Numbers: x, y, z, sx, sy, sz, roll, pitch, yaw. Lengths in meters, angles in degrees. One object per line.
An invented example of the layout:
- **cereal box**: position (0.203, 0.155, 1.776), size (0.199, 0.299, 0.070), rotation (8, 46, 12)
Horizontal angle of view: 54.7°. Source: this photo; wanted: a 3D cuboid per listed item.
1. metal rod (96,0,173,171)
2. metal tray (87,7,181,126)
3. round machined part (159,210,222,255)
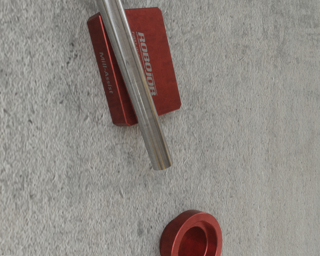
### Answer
- **metal rod**: position (-0.040, -0.093, 0.330), size (0.025, 0.025, 0.298), rotation (-29, 108, -36)
- **metal tray**: position (-0.027, -0.075, 0.378), size (0.091, 0.030, 0.129), rotation (-21, 104, -38)
- **round machined part**: position (0.038, 0.161, 0.426), size (0.099, 0.042, 0.097), rotation (0, 90, -40)
